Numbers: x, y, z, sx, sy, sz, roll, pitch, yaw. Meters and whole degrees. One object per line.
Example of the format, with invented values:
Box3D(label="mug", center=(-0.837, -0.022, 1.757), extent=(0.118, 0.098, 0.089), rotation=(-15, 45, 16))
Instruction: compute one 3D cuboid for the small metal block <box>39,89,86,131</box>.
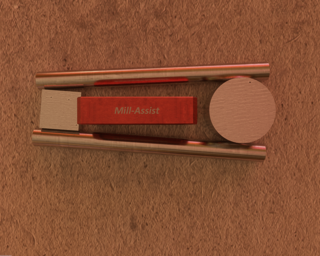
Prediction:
Box3D(label="small metal block", center=(-0.128, -0.023, 0.411), extent=(0.050, 0.025, 0.050), rotation=(4, 90, 0))

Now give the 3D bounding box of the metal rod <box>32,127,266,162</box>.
Box3D(label="metal rod", center=(-0.014, 0.022, 0.411), extent=(0.302, 0.025, 0.025), rotation=(4, 90, 0))

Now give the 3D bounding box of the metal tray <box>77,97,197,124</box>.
Box3D(label="metal tray", center=(-0.024, -0.019, 0.377), extent=(0.131, 0.090, 0.030), rotation=(0, 90, 0))

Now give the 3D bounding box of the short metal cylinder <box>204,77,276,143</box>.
Box3D(label="short metal cylinder", center=(0.100, -0.022, 0.399), extent=(0.081, 0.050, 0.079), rotation=(0, 90, 0))

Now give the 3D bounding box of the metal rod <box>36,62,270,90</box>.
Box3D(label="metal rod", center=(-0.009, -0.069, 0.411), extent=(0.302, 0.025, 0.025), rotation=(-3, 90, 0))
